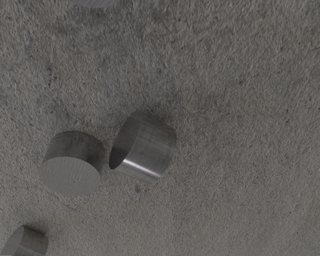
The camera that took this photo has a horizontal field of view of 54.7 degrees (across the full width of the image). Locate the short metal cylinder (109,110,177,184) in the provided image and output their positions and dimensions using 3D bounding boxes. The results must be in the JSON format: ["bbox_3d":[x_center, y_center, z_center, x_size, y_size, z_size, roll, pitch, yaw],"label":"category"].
[{"bbox_3d":[-0.023,0.024,0.391,0.050,0.080,0.080,27,125,-21],"label":"short metal cylinder"}]

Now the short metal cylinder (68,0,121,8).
[{"bbox_3d":[-0.056,-0.150,0.262,0.081,0.050,0.079,0,130,0],"label":"short metal cylinder"}]

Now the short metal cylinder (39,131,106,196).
[{"bbox_3d":[-0.120,0.050,0.432,0.081,0.050,0.079,0,130,0],"label":"short metal cylinder"}]

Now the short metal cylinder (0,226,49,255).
[{"bbox_3d":[-0.248,0.226,0.561,0.080,0.080,0.050,-37,121,27],"label":"short metal cylinder"}]
